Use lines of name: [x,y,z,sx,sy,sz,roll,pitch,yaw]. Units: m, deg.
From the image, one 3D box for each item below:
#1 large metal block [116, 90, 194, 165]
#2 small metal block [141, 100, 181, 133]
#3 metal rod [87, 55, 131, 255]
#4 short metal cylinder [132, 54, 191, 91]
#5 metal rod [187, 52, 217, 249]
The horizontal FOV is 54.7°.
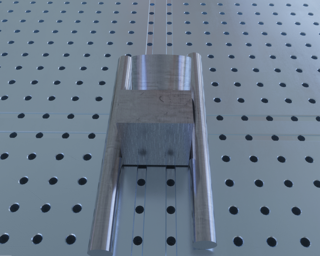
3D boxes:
large metal block: [-0.005,0.001,0.368,0.081,0.080,0.050,1,50,0]
small metal block: [0.001,-0.017,0.405,0.050,0.050,0.025,1,50,0]
metal rod: [-0.057,0.008,0.400,0.025,0.025,0.300,1,50,0]
short metal cylinder: [0.002,-0.070,0.422,0.081,0.050,0.080,1,6,0]
metal rod: [0.050,0.002,0.406,0.025,0.025,0.300,2,50,1]
